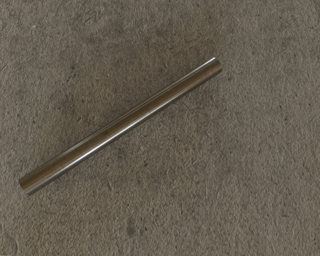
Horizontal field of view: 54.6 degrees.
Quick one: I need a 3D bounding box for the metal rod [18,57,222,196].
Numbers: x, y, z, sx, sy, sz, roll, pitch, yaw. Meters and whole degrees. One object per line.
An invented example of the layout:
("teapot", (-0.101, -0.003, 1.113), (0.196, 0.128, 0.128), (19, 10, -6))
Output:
("metal rod", (-0.043, -0.008, 0.410), (0.301, 0.025, 0.025), (-34, 74, -12))
